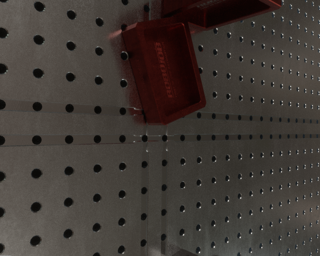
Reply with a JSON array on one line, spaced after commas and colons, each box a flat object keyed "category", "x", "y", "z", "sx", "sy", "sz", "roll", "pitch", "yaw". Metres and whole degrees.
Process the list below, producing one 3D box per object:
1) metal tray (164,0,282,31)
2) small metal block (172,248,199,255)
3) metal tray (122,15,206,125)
[{"category": "metal tray", "x": 0.079, "y": -0.167, "z": 0.409, "sx": 0.091, "sy": 0.130, "sz": 0.030, "roll": 2, "pitch": 89, "yaw": -40}, {"category": "small metal block", "x": 0.044, "y": 0.205, "z": 0.433, "sx": 0.025, "sy": 0.050, "sz": 0.050, "roll": -20, "pitch": 103, "yaw": -39}, {"category": "metal tray", "x": 0.010, "y": -0.078, "z": 0.415, "sx": 0.091, "sy": 0.030, "sz": 0.129, "roll": -25, "pitch": 106, "yaw": -37}]
